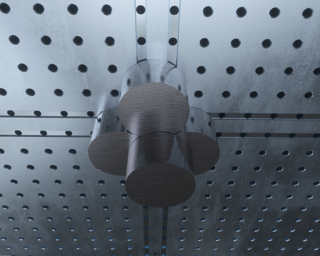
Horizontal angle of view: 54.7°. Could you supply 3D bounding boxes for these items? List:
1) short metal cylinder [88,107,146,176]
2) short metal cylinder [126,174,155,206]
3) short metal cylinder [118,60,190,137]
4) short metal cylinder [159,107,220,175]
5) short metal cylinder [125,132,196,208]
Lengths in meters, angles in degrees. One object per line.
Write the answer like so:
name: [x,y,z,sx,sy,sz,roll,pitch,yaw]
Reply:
short metal cylinder: [-0.050,0.018,0.410,0.081,0.050,0.079,0,130,0]
short metal cylinder: [-0.008,0.070,0.454,0.081,0.050,0.079,-1,128,0]
short metal cylinder: [-0.007,-0.033,0.366,0.081,0.050,0.079,-1,130,-1]
short metal cylinder: [0.035,0.019,0.411,0.081,0.050,0.079,0,130,0]
short metal cylinder: [0.000,0.051,0.372,0.081,0.050,0.079,0,130,0]
